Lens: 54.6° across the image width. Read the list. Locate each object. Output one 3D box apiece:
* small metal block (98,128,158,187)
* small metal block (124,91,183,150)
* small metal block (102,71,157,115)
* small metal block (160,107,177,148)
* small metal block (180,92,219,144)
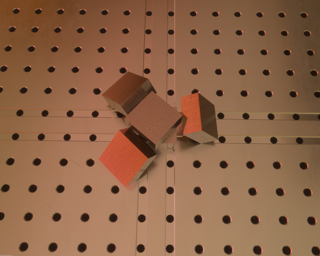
[{"bbox_3d":[-0.040,0.036,0.385,0.050,0.025,0.050,43,113,14],"label":"small metal block"},{"bbox_3d":[-0.008,-0.009,0.388,0.050,0.025,0.050,40,74,12],"label":"small metal block"},{"bbox_3d":[-0.041,-0.046,0.415,0.050,0.025,0.050,-45,40,-15],"label":"small metal block"},{"bbox_3d":[-0.003,-0.001,0.412,0.050,0.025,0.050,1,73,0],"label":"small metal block"},{"bbox_3d":[0.051,-0.011,0.400,0.025,0.050,0.050,-15,67,30],"label":"small metal block"}]
